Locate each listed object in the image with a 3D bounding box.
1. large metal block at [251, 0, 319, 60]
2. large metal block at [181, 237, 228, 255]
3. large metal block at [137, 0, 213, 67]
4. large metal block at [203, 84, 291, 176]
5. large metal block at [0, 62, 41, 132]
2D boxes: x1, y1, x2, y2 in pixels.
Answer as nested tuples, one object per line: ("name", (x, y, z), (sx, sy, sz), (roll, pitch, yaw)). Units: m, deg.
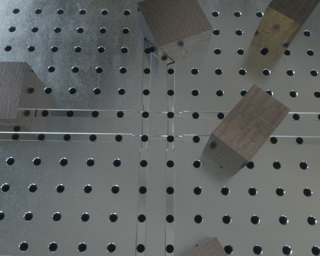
("large metal block", (0.183, -0.159, 0.442), (0.050, 0.080, 0.080), (35, 74, 12))
("large metal block", (0.046, 0.176, 0.335), (0.080, 0.050, 0.080), (-29, 73, -10))
("large metal block", (0.020, -0.147, 0.452), (0.080, 0.050, 0.080), (-21, 71, -7))
("large metal block", (0.102, 0.006, 0.381), (0.050, 0.080, 0.080), (39, 75, 13))
("large metal block", (-0.214, -0.041, 0.412), (0.080, 0.050, 0.080), (1, 70, 0))
